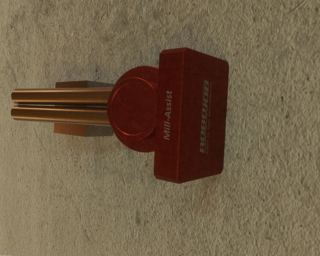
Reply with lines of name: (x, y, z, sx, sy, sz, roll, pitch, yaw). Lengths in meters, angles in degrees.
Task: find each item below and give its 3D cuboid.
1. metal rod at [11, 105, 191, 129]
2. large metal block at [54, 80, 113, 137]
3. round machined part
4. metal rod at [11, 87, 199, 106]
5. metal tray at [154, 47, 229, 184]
metal rod: (-0.089, -0.016, 0.419, 0.301, 0.025, 0.025, 4, 92, 27)
large metal block: (-0.118, -0.030, 0.480, 0.080, 0.050, 0.079, 4, 93, 39)
round machined part: (-0.020, -0.021, 0.346, 0.098, 0.042, 0.097, 1, 93, 29)
metal rod: (-0.088, -0.042, 0.418, 0.301, 0.025, 0.025, 3, 92, 27)
metal tray: (0.036, -0.012, 0.332, 0.030, 0.091, 0.129, 5, 93, 40)
